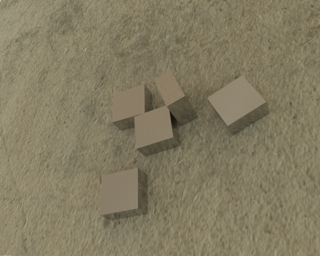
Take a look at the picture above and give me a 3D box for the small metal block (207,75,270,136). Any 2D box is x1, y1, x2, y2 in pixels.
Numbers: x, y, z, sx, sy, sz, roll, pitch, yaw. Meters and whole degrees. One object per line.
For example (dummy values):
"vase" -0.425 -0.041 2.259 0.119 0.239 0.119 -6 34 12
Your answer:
"small metal block" 0.093 -0.027 0.371 0.050 0.025 0.050 -33 52 6

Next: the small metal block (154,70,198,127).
"small metal block" 0.021 -0.038 0.399 0.025 0.050 0.050 -30 52 9

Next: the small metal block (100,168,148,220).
"small metal block" -0.043 0.080 0.376 0.050 0.025 0.050 -15 56 19

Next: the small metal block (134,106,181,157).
"small metal block" -0.004 0.004 0.403 0.050 0.025 0.050 -18 55 17

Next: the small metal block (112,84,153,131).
"small metal block" -0.039 -0.029 0.440 0.050 0.025 0.050 -15 55 19
